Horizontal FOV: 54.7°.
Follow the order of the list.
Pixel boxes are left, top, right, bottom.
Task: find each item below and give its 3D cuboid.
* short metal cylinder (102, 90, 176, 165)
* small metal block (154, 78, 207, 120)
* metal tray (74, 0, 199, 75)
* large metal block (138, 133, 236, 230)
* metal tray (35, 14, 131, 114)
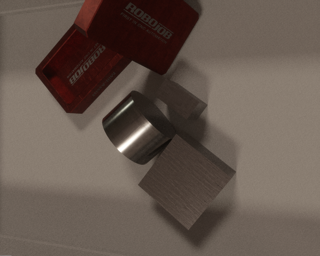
[{"bbox_3d":[-0.025,-0.001,0.389,0.050,0.080,0.080,-42,77,15],"label":"short metal cylinder"},{"bbox_3d":[0.028,-0.035,0.387,0.050,0.050,0.025,38,102,15],"label":"small metal block"},{"bbox_3d":[-0.021,-0.125,0.359,0.030,0.131,0.090,42,106,39],"label":"metal tray"},{"bbox_3d":[0.035,0.062,0.384,0.080,0.050,0.080,39,102,15],"label":"large metal block"},{"bbox_3d":[-0.108,-0.094,0.444,0.130,0.030,0.090,-44,77,14],"label":"metal tray"}]
